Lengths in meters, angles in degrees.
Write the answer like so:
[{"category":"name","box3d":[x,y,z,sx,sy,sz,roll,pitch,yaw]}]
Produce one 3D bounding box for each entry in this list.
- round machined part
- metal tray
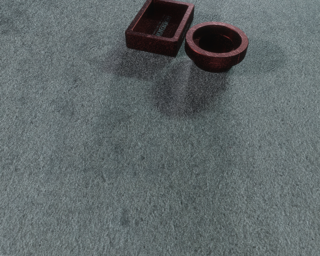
[{"category":"round machined part","box3d":[0.089,-0.127,0.500,0.099,0.042,0.098,0,50,0]},{"category":"metal tray","box3d":[0.003,-0.185,0.554,0.090,0.030,0.130,14,51,11]}]
